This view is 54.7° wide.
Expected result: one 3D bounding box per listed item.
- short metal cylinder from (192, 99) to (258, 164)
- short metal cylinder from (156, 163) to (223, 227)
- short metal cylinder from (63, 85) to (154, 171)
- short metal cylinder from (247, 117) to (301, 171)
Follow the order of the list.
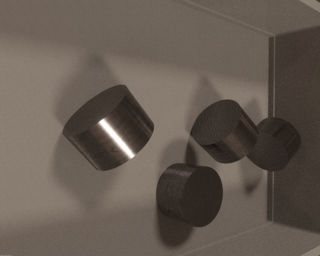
[{"bbox_3d":[0.095,0.005,0.453,0.050,0.080,0.080,43,64,-32],"label":"short metal cylinder"},{"bbox_3d":[0.042,0.090,0.428,0.081,0.050,0.079,0,90,-40],"label":"short metal cylinder"},{"bbox_3d":[-0.054,-0.001,0.327,0.080,0.080,0.050,-51,121,-28],"label":"short metal cylinder"},{"bbox_3d":[0.193,0.028,0.536,0.050,0.080,0.080,-38,113,-34],"label":"short metal cylinder"}]
